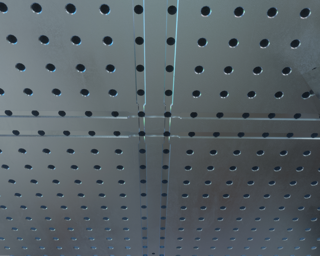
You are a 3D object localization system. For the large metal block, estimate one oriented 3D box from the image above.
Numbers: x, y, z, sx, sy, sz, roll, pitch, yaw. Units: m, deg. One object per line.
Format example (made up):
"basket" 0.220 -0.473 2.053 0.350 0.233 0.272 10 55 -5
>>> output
"large metal block" 0.216 -0.024 0.358 0.050 0.080 0.080 -28 125 21
